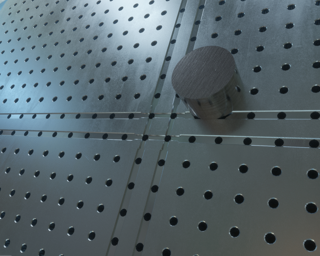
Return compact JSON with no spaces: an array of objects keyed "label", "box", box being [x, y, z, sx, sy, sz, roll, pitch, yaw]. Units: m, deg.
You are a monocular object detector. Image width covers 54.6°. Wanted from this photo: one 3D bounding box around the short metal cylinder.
[{"label":"short metal cylinder","box":[0.062,-0.057,0.396,0.080,0.050,0.080,-13,56,21]}]
